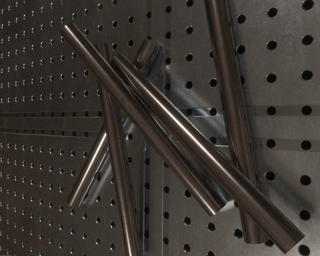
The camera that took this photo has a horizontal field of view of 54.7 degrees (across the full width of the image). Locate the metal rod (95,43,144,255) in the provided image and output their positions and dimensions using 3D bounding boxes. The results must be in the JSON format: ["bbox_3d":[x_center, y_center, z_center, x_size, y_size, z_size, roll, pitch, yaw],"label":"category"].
[{"bbox_3d":[-0.058,0.034,0.432,0.025,0.025,0.298,-7,92,39],"label":"metal rod"}]

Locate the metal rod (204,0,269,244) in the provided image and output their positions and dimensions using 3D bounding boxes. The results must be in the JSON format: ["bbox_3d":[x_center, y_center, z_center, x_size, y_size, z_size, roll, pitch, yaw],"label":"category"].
[{"bbox_3d":[0.080,-0.029,0.341,0.025,0.025,0.298,-13,82,39],"label":"metal rod"}]

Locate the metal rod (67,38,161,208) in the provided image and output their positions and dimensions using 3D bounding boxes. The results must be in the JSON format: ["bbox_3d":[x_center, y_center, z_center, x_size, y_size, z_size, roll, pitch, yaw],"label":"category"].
[{"bbox_3d":[-0.078,0.006,0.471,0.025,0.025,0.298,43,116,31],"label":"metal rod"}]

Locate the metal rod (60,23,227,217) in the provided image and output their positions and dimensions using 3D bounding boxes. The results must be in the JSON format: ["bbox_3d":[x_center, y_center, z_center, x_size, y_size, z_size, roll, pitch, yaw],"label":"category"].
[{"bbox_3d":[-0.028,-0.018,0.384,0.300,0.025,0.025,50,120,12],"label":"metal rod"}]

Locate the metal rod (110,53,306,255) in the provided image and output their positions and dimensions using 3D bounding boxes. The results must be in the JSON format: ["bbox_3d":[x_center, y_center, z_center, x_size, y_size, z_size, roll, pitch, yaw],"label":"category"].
[{"bbox_3d":[0.032,0.007,0.347,0.300,0.025,0.025,48,118,29],"label":"metal rod"}]
